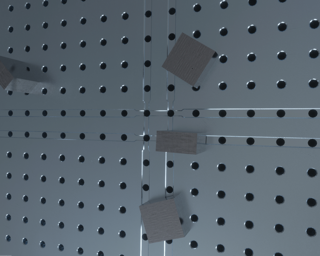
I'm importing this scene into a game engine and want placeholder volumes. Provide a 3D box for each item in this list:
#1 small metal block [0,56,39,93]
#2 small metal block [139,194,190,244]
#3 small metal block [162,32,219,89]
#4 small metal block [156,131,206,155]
[{"bbox_3d":[-0.227,-0.083,0.481,0.025,0.050,0.050,-46,76,14],"label":"small metal block"},{"bbox_3d":[0.006,0.120,0.411,0.050,0.025,0.050,-18,84,19],"label":"small metal block"},{"bbox_3d":[0.039,-0.086,0.399,0.050,0.025,0.050,35,101,16],"label":"small metal block"},{"bbox_3d":[0.028,0.017,0.390,0.050,0.050,0.025,3,91,20],"label":"small metal block"}]
